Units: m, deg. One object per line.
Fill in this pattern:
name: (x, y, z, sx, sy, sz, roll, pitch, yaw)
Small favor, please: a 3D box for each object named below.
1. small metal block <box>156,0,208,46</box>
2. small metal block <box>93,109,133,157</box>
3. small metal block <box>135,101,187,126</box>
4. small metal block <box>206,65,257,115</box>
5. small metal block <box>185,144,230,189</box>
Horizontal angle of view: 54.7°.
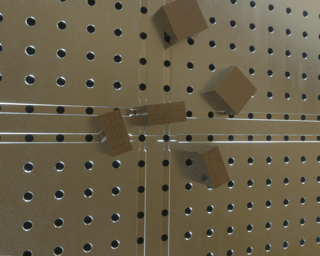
small metal block: (0.030, -0.148, 0.425, 0.050, 0.025, 0.050, -29, 100, -18)
small metal block: (-0.059, 0.006, 0.378, 0.025, 0.050, 0.050, -20, 97, -19)
small metal block: (0.000, -0.018, 0.400, 0.050, 0.050, 0.025, -8, 93, -20)
small metal block: (0.105, -0.054, 0.453, 0.050, 0.025, 0.050, 43, 76, -15)
small metal block: (0.064, 0.051, 0.425, 0.025, 0.050, 0.050, -24, 99, -19)
